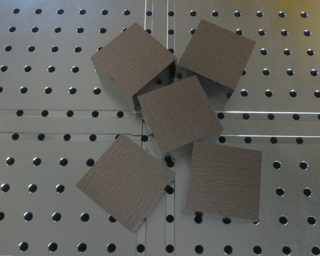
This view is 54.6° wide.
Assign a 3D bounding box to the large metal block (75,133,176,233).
[{"bbox_3d":[-0.038,0.067,0.372,0.080,0.050,0.080,36,74,12],"label":"large metal block"}]

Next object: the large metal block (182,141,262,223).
[{"bbox_3d":[0.073,0.067,0.374,0.080,0.050,0.080,9,70,2],"label":"large metal block"}]

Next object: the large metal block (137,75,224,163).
[{"bbox_3d":[0.024,-0.010,0.402,0.080,0.050,0.080,-21,72,-8],"label":"large metal block"}]

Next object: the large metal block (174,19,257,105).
[{"bbox_3d":[0.075,-0.091,0.431,0.080,0.050,0.080,25,72,6],"label":"large metal block"}]

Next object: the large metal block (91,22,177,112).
[{"bbox_3d":[-0.034,-0.084,0.429,0.080,0.050,0.080,-42,75,-13],"label":"large metal block"}]
